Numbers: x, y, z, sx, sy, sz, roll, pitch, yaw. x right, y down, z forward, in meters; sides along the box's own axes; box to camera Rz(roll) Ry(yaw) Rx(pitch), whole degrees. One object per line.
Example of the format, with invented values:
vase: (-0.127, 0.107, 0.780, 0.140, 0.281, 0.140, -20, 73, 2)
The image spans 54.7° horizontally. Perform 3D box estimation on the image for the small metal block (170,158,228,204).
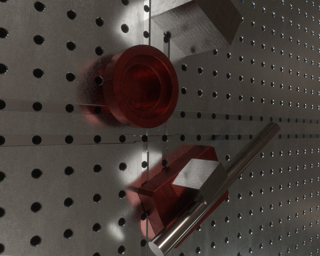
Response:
small metal block: (0.050, 0.067, 0.398, 0.050, 0.050, 0.025, -44, 117, -31)

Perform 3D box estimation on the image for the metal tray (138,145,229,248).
metal tray: (0.039, 0.093, 0.441, 0.131, 0.030, 0.090, -33, 110, -35)

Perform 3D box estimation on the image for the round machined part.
round machined part: (-0.027, -0.048, 0.377, 0.099, 0.042, 0.097, 0, 90, -40)

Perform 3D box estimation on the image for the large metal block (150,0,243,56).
large metal block: (0.049, -0.149, 0.416, 0.080, 0.080, 0.050, 38, 67, -34)

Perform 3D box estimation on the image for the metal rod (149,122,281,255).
metal rod: (0.097, 0.073, 0.453, 0.302, 0.025, 0.025, -36, 112, -35)
